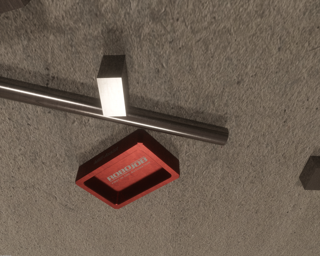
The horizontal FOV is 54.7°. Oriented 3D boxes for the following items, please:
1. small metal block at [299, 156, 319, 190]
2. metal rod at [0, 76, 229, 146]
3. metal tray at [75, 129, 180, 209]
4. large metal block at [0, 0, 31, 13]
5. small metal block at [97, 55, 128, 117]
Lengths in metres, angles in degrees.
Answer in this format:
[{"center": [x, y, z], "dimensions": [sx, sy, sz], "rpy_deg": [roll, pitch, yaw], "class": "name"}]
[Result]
[{"center": [0.248, 0.069, 0.470], "dimensions": [0.050, 0.025, 0.050], "rpy_deg": [2, 130, -2], "class": "small metal block"}, {"center": [-0.058, -0.020, 0.389], "dimensions": [0.302, 0.025, 0.025], "rpy_deg": [12, 129, -11], "class": "metal rod"}, {"center": [-0.048, 0.065, 0.458], "dimensions": [0.130, 0.030, 0.090], "rpy_deg": [-32, 124, 24], "class": "metal tray"}, {"center": [-0.166, -0.142, 0.267], "dimensions": [0.080, 0.050, 0.080], "rpy_deg": [-12, 129, 9], "class": "large metal block"}, {"center": [-0.051, -0.048, 0.349], "dimensions": [0.025, 0.050, 0.050], "rpy_deg": [-1, 130, 1], "class": "small metal block"}]
